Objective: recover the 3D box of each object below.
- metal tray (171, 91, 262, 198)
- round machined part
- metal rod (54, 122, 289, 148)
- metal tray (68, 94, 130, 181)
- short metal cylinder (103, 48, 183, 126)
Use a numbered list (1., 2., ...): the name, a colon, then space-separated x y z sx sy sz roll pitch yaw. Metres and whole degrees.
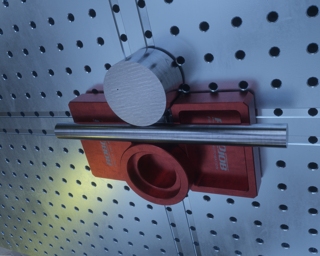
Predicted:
1. metal tray: 0.071 0.022 0.379 0.090 0.030 0.129 1 119 27
2. round machined part: 0.000 0.053 0.416 0.098 0.042 0.097 13 124 21
3. metal rod: -0.008 0.006 0.374 0.300 0.025 0.025 1 119 27
4. metal tray: -0.071 0.015 0.448 0.090 0.030 0.129 3 120 27
5. short metal cylinder: -0.019 -0.049 0.370 0.080 0.050 0.079 13 124 21
